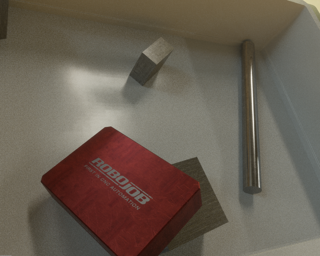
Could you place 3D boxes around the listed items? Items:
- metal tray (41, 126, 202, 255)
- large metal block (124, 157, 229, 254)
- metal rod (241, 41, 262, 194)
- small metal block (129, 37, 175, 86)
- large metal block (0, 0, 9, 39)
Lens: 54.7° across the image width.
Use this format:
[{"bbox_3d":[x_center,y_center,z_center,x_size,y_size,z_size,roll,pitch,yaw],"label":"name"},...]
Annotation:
[{"bbox_3d":[-0.038,0.059,0.292,0.130,0.030,0.090,29,58,34],"label":"metal tray"},{"bbox_3d":[0.016,0.087,0.347,0.081,0.050,0.080,-12,68,-34],"label":"large metal block"},{"bbox_3d":[0.148,-0.036,0.509,0.025,0.025,0.300,22,54,-16],"label":"metal rod"},{"bbox_3d":[-0.012,-0.095,0.443,0.025,0.050,0.050,41,51,-1],"label":"small metal block"},{"bbox_3d":[-0.218,-0.136,0.336,0.081,0.080,0.050,-28,77,-37],"label":"large metal block"}]
